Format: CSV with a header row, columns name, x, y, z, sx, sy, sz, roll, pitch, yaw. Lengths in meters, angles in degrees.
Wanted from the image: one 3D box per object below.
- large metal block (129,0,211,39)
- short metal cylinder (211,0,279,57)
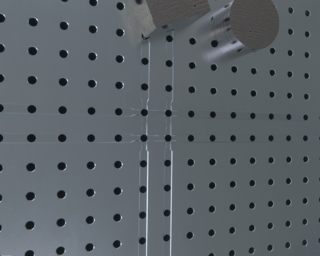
name,x,y,z,sx,sy,sz,roll,pitch,yaw
large metal block,0.007,-0.172,0.402,0.081,0.050,0.080,-24,98,-18
short metal cylinder,0.121,-0.147,0.443,0.081,0.050,0.080,0,90,-20
